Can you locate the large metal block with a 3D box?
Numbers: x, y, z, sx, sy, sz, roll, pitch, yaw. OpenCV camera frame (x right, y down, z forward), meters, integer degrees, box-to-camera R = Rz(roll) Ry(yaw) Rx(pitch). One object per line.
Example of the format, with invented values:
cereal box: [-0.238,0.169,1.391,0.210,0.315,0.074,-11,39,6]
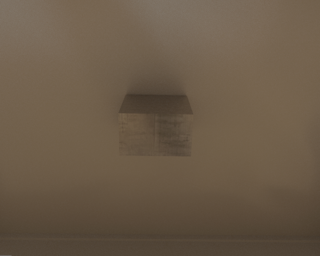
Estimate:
large metal block: [-0.005,-0.006,0.377,0.080,0.080,0.050,1,110,-1]
